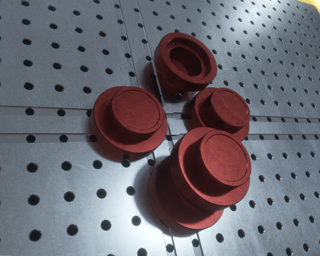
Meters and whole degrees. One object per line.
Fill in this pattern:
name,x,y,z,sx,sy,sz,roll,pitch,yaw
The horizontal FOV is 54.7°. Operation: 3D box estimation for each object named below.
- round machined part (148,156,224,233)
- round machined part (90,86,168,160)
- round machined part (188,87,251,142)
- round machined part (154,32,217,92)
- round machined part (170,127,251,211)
round machined part,0.039,0.073,0.375,0.099,0.042,0.098,14,56,-21
round machined part,-0.034,-0.013,0.388,0.099,0.042,0.098,14,56,-21
round machined part,0.095,-0.021,0.464,0.099,0.042,0.098,14,56,-21
round machined part,0.035,-0.096,0.476,0.099,0.042,0.098,14,56,-21
round machined part,0.064,0.041,0.355,0.099,0.042,0.098,14,56,-22
